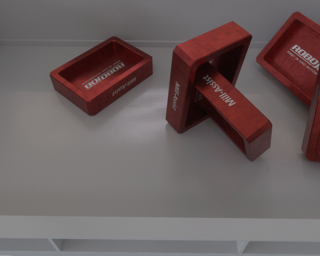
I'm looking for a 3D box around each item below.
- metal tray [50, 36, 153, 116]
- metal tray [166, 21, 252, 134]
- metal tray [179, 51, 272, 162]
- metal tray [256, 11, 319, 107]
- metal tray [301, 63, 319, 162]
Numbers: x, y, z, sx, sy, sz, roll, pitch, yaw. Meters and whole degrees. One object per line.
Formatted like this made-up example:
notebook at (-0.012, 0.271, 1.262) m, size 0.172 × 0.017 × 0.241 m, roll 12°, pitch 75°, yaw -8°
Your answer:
metal tray at (-0.085, -0.084, 0.471) m, size 0.090 × 0.030 × 0.131 m, roll 34°, pitch 58°, yaw 25°
metal tray at (0.055, -0.057, 0.384) m, size 0.091 × 0.129 × 0.030 m, roll -29°, pitch 61°, yaw -22°
metal tray at (0.076, -0.026, 0.372) m, size 0.030 × 0.090 × 0.130 m, roll -39°, pitch 64°, yaw 1°
metal tray at (0.214, -0.095, 0.443) m, size 0.030 × 0.090 × 0.130 m, roll 9°, pitch 36°, yaw -45°
metal tray at (0.225, -0.021, 0.356) m, size 0.090 × 0.129 × 0.030 m, roll 9°, pitch 15°, yaw 12°
